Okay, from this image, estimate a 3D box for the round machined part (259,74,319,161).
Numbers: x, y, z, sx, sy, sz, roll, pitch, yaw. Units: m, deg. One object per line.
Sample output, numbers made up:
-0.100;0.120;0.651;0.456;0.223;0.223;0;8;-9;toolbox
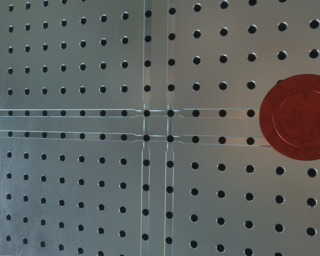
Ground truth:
0.162;-0.012;0.346;0.098;0.042;0.097;0;90;20;round machined part
